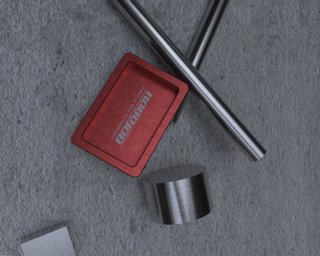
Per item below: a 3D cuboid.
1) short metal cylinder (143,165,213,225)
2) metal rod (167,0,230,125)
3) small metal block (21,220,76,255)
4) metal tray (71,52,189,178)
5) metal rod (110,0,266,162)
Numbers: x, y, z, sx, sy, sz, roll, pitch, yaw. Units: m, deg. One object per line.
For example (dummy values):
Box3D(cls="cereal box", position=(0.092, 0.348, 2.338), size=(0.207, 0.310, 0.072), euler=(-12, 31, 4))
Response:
Box3D(cls="short metal cylinder", position=(0.023, 0.081, 0.389), size=(0.081, 0.080, 0.050), euler=(-13, 95, -20))
Box3D(cls="metal rod", position=(0.070, -0.144, 0.435), size=(0.025, 0.025, 0.299), euler=(27, 81, -19))
Box3D(cls="small metal block", position=(-0.128, 0.144, 0.362), size=(0.050, 0.025, 0.050), euler=(-18, 96, -20))
Box3D(cls="metal tray", position=(-0.034, -0.016, 0.380), size=(0.090, 0.030, 0.130), euler=(30, 79, 0))
Box3D(cls="metal rod", position=(0.030, -0.075, 0.396), size=(0.025, 0.025, 0.300), euler=(-43, 95, -15))
